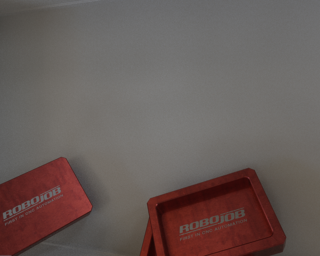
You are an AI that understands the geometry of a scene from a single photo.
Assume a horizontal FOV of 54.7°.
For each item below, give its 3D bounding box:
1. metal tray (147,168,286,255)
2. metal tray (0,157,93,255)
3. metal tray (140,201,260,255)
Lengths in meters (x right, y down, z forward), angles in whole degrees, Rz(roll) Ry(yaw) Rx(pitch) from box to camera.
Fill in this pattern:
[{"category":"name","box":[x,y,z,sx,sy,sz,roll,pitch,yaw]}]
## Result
[{"category":"metal tray","box":[0.058,0.106,0.343,0.131,0.030,0.090,-18,49,4]},{"category":"metal tray","box":[-0.171,0.107,0.420,0.131,0.030,0.090,-26,75,-28]},{"category":"metal tray","box":[0.048,0.134,0.364,0.130,0.030,0.090,1,53,19]}]
